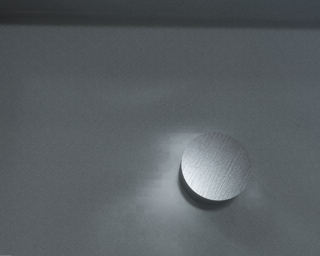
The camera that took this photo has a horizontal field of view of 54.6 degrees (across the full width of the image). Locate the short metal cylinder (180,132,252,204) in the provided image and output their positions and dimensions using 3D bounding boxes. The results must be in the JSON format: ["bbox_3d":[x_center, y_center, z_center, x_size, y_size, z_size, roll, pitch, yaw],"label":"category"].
[{"bbox_3d":[0.065,0.051,0.378,0.080,0.050,0.080,0,70,0],"label":"short metal cylinder"}]
